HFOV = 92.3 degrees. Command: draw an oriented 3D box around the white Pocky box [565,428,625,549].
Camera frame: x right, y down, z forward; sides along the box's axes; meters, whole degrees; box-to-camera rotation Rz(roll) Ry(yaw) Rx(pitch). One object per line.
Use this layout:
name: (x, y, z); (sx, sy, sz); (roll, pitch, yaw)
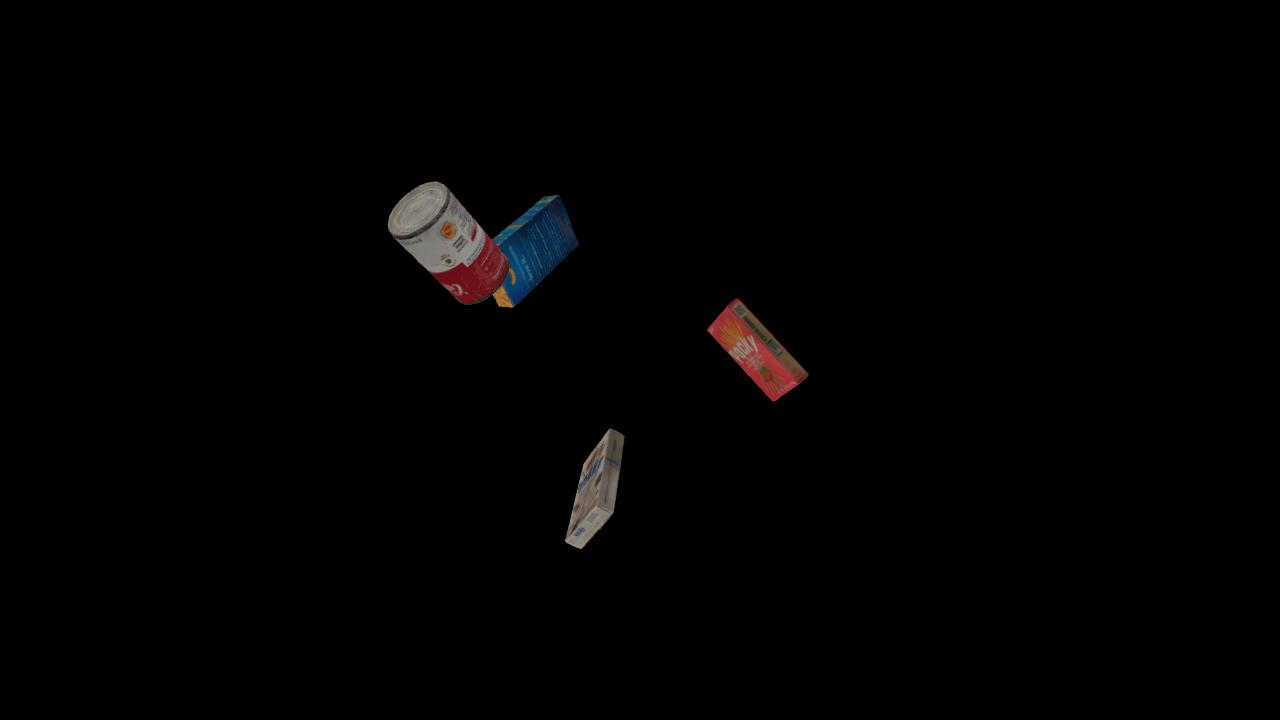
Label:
white Pocky box: (-0.058, 0.169, 0.826); (0.028, 0.084, 0.154); (29, 29, -13)

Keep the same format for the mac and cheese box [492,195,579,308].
mac and cheese box: (-0.170, -0.170, 0.949); (0.041, 0.093, 0.184); (6, 41, 33)

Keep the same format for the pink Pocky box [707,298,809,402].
pink Pocky box: (0.174, -0.013, 0.924); (0.029, 0.155, 0.084); (-38, -7, -27)

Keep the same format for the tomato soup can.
tomato soup can: (-0.179, -0.109, 0.583); (0.068, 0.068, 0.101); (0, -31, 26)
